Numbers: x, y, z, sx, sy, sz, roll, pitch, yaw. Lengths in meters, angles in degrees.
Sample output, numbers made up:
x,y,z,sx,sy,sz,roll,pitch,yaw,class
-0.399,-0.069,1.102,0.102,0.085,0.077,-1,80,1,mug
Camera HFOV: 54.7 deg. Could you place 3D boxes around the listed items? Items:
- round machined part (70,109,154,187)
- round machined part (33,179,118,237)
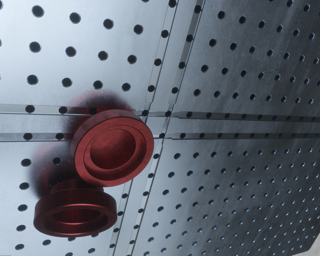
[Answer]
x,y,z,sx,sy,sz,roll,pitch,yaw,class
-0.060,0.021,0.381,0.099,0.042,0.097,-14,123,-22,round machined part
-0.104,0.099,0.390,0.099,0.042,0.097,-7,142,-5,round machined part
